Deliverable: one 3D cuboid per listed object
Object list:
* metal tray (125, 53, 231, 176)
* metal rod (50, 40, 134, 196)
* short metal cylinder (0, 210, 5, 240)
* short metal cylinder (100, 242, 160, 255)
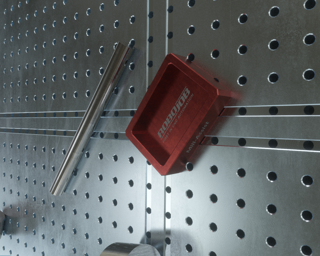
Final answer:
[{"bbox_3d":[0.017,-0.016,0.392,0.090,0.030,0.129,45,117,30],"label":"metal tray"},{"bbox_3d":[-0.119,-0.003,0.507,0.025,0.025,0.298,45,117,30],"label":"metal rod"},{"bbox_3d":[-0.402,0.224,0.706,0.080,0.081,0.050,23,105,37],"label":"short metal cylinder"},{"bbox_3d":[-0.040,0.194,0.407,0.050,0.081,0.080,-14,82,39],"label":"short metal cylinder"}]
